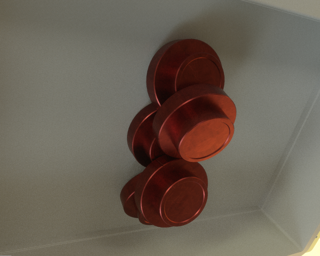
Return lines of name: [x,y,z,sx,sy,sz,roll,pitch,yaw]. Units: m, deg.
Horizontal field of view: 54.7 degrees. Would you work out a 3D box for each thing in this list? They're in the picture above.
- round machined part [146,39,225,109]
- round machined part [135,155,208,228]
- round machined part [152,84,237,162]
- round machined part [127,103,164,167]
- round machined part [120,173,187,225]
round machined part: [0.037,-0.056,0.367,0.099,0.042,0.097,-7,106,-27]
round machined part: [0.021,0.084,0.393,0.099,0.042,0.097,-10,112,-26]
round machined part: [0.044,0.001,0.354,0.099,0.042,0.097,-15,137,-15]
round machined part: [0.010,0.015,0.410,0.099,0.042,0.097,-14,123,-21]
round machined part: [-0.003,0.101,0.439,0.099,0.042,0.097,-15,139,-13]
